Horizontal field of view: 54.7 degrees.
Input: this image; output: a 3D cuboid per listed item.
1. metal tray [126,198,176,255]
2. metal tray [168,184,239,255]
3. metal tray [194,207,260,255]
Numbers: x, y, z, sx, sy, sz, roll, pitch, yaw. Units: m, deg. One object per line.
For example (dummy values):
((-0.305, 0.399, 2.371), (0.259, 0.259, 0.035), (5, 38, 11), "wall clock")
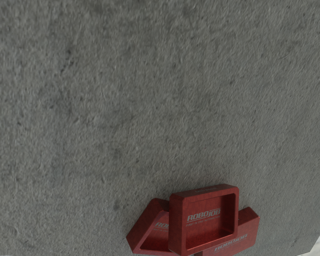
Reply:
((0.020, 0.172, 0.522), (0.131, 0.030, 0.090), (23, 106, -37), "metal tray")
((0.074, 0.144, 0.500), (0.131, 0.030, 0.089), (-1, 94, -38), "metal tray")
((0.132, 0.218, 0.613), (0.131, 0.030, 0.089), (-16, 125, -20), "metal tray")
